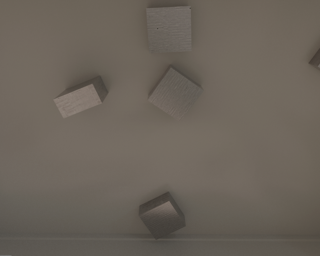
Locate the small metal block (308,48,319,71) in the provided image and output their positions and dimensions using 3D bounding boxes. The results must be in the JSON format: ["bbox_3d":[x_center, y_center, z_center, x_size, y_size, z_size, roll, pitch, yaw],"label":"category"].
[{"bbox_3d":[0.225,-0.087,0.383,0.050,0.025,0.050,28,107,-11],"label":"small metal block"}]

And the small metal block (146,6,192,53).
[{"bbox_3d":[0.011,-0.117,0.368,0.050,0.025,0.050,-3,110,0],"label":"small metal block"}]

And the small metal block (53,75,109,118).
[{"bbox_3d":[-0.095,-0.040,0.382,0.050,0.050,0.025,-21,109,7],"label":"small metal block"}]

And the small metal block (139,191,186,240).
[{"bbox_3d":[0.003,0.130,0.459,0.050,0.025,0.050,-28,108,9],"label":"small metal block"}]

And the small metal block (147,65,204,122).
[{"bbox_3d":[0.019,-0.045,0.395,0.050,0.025,0.050,33,106,-12],"label":"small metal block"}]
